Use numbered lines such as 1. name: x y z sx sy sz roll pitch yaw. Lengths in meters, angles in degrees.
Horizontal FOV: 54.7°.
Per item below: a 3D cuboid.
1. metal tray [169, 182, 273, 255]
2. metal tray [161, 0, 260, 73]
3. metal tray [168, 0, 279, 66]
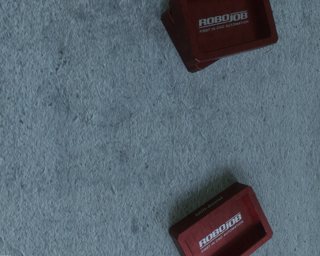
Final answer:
1. metal tray: 0.089 0.148 0.439 0.131 0.030 0.090 -30 100 -18
2. metal tray: 0.078 -0.146 0.435 0.131 0.030 0.090 -32 101 -17
3. metal tray: 0.085 -0.140 0.404 0.131 0.030 0.089 -18 96 -19
